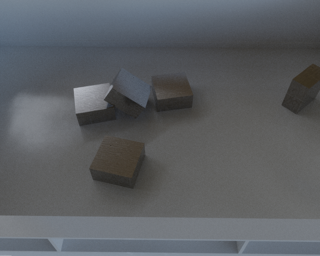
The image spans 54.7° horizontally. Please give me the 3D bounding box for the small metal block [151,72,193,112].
[{"bbox_3d":[0.017,-0.053,0.449,0.050,0.025,0.050,-8,51,-7],"label":"small metal block"}]

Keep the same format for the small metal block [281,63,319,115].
[{"bbox_3d":[0.204,-0.055,0.436,0.050,0.050,0.025,-34,58,-25],"label":"small metal block"}]

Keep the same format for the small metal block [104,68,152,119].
[{"bbox_3d":[-0.043,-0.048,0.426,0.050,0.025,0.050,31,41,-16],"label":"small metal block"}]

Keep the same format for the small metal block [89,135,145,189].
[{"bbox_3d":[-0.049,0.040,0.371,0.050,0.025,0.050,11,51,9],"label":"small metal block"}]

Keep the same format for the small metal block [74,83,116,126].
[{"bbox_3d":[-0.091,-0.034,0.433,0.050,0.025,0.050,-10,51,-9],"label":"small metal block"}]
